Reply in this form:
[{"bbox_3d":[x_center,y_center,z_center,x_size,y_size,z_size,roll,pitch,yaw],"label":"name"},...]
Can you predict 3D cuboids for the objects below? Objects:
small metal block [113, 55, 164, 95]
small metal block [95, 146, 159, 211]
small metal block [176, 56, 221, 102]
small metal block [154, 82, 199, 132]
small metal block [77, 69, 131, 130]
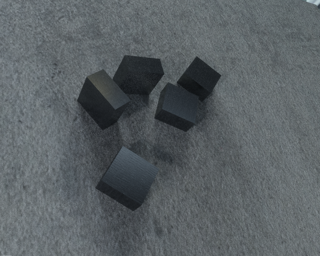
[{"bbox_3d":[-0.030,-0.070,0.416,0.050,0.050,0.025,-1,62,-29],"label":"small metal block"},{"bbox_3d":[-0.036,0.057,0.351,0.050,0.025,0.050,34,51,-7],"label":"small metal block"},{"bbox_3d":[0.062,-0.077,0.486,0.050,0.025,0.050,37,51,-4],"label":"small metal block"},{"bbox_3d":[0.024,-0.029,0.437,0.050,0.025,0.050,23,53,-15],"label":"small metal block"},{"bbox_3d":[-0.069,-0.033,0.372,0.050,0.050,0.025,49,51,6],"label":"small metal block"}]
